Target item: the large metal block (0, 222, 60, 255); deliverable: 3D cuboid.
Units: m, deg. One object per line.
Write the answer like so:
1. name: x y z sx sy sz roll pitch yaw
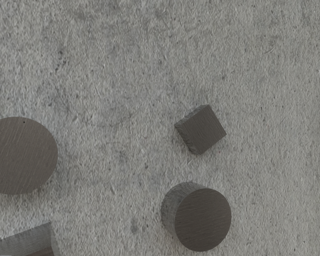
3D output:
1. large metal block: -0.149 0.148 0.325 0.081 0.080 0.050 -17 96 -19

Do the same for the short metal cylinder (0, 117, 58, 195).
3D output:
1. short metal cylinder: -0.155 0.028 0.339 0.081 0.050 0.080 0 90 -20

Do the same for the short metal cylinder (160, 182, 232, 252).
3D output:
1. short metal cylinder: 0.047 0.116 0.414 0.081 0.050 0.080 0 90 -20

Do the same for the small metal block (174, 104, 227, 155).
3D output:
1. small metal block: 0.056 0.002 0.430 0.050 0.025 0.050 -36 102 -17
